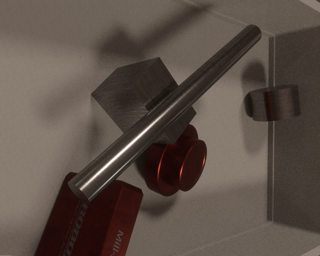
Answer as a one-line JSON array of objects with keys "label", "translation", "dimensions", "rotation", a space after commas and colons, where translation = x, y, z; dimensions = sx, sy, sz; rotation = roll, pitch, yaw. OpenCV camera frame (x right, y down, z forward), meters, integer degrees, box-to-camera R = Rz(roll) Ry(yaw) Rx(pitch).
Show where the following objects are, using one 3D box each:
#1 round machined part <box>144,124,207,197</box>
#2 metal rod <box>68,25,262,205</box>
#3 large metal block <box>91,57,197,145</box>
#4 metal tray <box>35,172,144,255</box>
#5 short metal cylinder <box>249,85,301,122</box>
[{"label": "round machined part", "translation": [0.026, 0.042, 0.397], "dimensions": [0.099, 0.042, 0.097], "rotation": [-34, 133, -46]}, {"label": "metal rod", "translation": [0.028, -0.036, 0.327], "dimensions": [0.301, 0.025, 0.025], "rotation": [-43, 117, -32]}, {"label": "large metal block", "translation": [-0.019, -0.028, 0.357], "dimensions": [0.050, 0.080, 0.080], "rotation": [-52, 121, -27]}, {"label": "metal tray", "translation": [-0.075, 0.112, 0.295], "dimensions": [0.030, 0.090, 0.130], "rotation": [36, 64, -44]}, {"label": "short metal cylinder", "translation": [0.201, -0.044, 0.543], "dimensions": [0.081, 0.080, 0.050], "rotation": [-18, 102, -39]}]
